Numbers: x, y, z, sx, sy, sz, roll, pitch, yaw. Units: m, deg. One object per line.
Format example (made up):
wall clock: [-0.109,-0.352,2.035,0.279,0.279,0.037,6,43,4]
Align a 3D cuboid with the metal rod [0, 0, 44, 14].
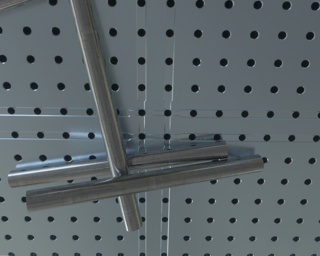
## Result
metal rod: [-0.069,-0.177,0.346,0.301,0.025,0.025,-15,110,5]

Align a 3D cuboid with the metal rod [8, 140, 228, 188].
metal rod: [-0.059,0.051,0.431,0.302,0.025,0.025,-8,110,2]

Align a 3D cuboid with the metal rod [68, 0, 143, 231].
metal rod: [-0.064,-0.008,0.390,0.025,0.025,0.298,-11,103,3]

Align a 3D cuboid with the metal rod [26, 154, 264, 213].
metal rod: [-0.006,0.067,0.394,0.302,0.025,0.025,-7,111,-16]
